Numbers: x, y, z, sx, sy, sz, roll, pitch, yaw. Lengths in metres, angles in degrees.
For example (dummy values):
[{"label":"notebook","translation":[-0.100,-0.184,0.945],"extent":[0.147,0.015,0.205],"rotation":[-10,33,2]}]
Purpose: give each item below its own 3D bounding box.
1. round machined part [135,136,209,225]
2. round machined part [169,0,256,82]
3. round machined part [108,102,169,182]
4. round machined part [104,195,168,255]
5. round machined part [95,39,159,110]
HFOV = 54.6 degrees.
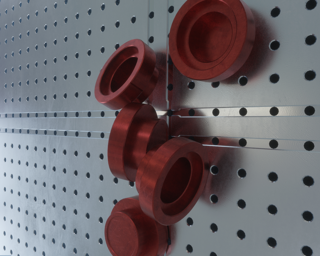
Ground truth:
[{"label":"round machined part","translation":[0.011,0.056,0.354],"extent":[0.042,0.099,0.097],"rotation":[20,103,38]},{"label":"round machined part","translation":[0.061,-0.100,0.349],"extent":[0.098,0.042,0.097],"rotation":[0,90,40]},{"label":"round machined part","translation":[-0.021,0.019,0.384],"extent":[0.042,0.098,0.097],"rotation":[11,97,21]},{"label":"round machined part","translation":[-0.040,0.147,0.432],"extent":[0.098,0.042,0.097],"rotation":[0,90,40]},{"label":"round machined part","translation":[-0.040,-0.066,0.416],"extent":[0.098,0.042,0.098],"rotation":[-28,45,33]}]
